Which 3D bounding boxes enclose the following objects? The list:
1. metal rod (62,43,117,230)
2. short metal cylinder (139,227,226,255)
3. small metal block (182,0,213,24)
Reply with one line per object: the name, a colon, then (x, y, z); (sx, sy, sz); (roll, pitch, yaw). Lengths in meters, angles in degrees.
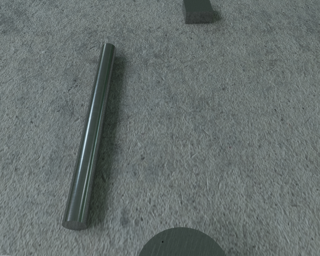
metal rod: (-0.086, -0.015, 0.414); (0.025, 0.025, 0.300); (1, 50, 0)
short metal cylinder: (0.019, 0.136, 0.273); (0.081, 0.050, 0.080); (0, 50, 0)
small metal block: (0.071, -0.225, 0.593); (0.050, 0.025, 0.050); (-3, 50, -3)
